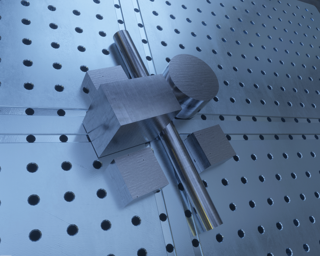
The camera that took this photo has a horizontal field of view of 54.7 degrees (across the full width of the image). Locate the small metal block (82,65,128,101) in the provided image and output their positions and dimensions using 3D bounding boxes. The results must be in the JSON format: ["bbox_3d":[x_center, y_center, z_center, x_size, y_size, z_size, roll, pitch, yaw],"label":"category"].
[{"bbox_3d":[-0.066,-0.051,0.405,0.050,0.025,0.050,-19,72,-36],"label":"small metal block"}]

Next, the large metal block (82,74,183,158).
[{"bbox_3d":[-0.035,-0.014,0.362,0.081,0.080,0.050,-17,71,-35],"label":"large metal block"}]

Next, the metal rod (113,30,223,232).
[{"bbox_3d":[0.003,-0.009,0.416,0.025,0.025,0.299,-13,69,-34],"label":"metal rod"}]

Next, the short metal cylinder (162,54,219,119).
[{"bbox_3d":[0.038,-0.060,0.450,0.081,0.050,0.080,14,56,-21],"label":"short metal cylinder"}]

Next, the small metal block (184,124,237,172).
[{"bbox_3d":[0.070,0.027,0.431,0.050,0.025,0.050,-16,70,-35],"label":"small metal block"}]

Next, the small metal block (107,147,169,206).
[{"bbox_3d":[-0.026,0.055,0.362,0.050,0.025,0.050,-17,71,-35],"label":"small metal block"}]
